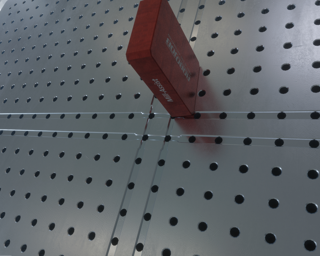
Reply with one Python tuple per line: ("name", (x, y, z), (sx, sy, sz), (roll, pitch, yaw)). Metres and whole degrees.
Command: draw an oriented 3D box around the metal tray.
("metal tray", (0.011, -0.083, 0.387), (0.030, 0.130, 0.090), (-4, 60, 26))
